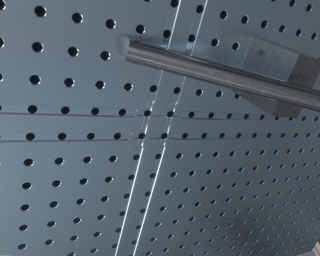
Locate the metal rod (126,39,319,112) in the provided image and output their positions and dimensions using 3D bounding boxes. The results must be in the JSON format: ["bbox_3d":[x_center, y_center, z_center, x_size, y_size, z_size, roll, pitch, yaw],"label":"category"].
[{"bbox_3d":[0.111,-0.051,0.360,0.302,0.025,0.025,14,114,-7],"label":"metal rod"}]

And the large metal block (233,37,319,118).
[{"bbox_3d":[0.156,-0.068,0.418,0.050,0.080,0.079,3,117,-30],"label":"large metal block"}]
